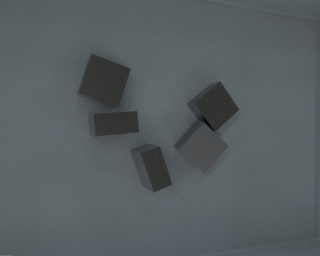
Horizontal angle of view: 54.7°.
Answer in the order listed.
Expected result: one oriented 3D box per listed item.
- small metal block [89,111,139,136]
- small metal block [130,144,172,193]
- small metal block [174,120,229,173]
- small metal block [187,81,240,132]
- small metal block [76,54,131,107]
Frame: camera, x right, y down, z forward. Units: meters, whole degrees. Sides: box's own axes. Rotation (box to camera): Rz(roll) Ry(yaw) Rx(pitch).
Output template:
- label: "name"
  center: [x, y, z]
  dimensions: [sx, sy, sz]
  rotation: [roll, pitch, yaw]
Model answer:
- label: "small metal block"
  center: [-0.058, -0.005, 0.376]
  dimensions: [0.050, 0.050, 0.025]
  rotation: [-5, 92, -20]
- label: "small metal block"
  center: [-0.012, 0.049, 0.393]
  dimensions: [0.025, 0.050, 0.050]
  rotation: [-20, 97, -19]
- label: "small metal block"
  center: [0.056, 0.025, 0.426]
  dimensions: [0.050, 0.025, 0.050]
  rotation: [43, 88, -15]
- label: "small metal block"
  center: [0.075, -0.030, 0.438]
  dimensions: [0.050, 0.025, 0.050]
  rotation: [-40, 103, -16]
- label: "small metal block"
  center: [-0.070, -0.057, 0.384]
  dimensions: [0.050, 0.025, 0.050]
  rotation: [19, 84, -19]
